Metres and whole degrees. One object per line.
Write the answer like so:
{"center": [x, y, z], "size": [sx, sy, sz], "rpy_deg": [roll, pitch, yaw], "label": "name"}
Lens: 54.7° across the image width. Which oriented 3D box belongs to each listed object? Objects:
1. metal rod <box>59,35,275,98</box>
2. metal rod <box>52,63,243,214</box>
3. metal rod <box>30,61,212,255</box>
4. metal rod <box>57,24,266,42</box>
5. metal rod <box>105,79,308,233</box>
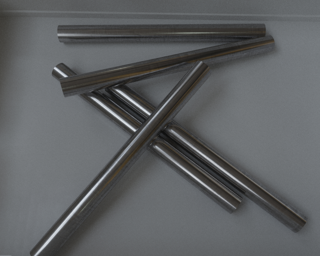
{"center": [0.019, -0.088, 0.425], "size": [0.302, 0.025, 0.025], "rpy_deg": [-15, 71, -12], "label": "metal rod"}
{"center": [-0.025, 0.007, 0.406], "size": [0.300, 0.025, 0.025], "rpy_deg": [37, 74, 12], "label": "metal rod"}
{"center": [-0.041, 0.035, 0.374], "size": [0.025, 0.025, 0.300], "rpy_deg": [39, 82, 12], "label": "metal rod"}
{"center": [0.003, -0.141, 0.460], "size": [0.302, 0.025, 0.025], "rpy_deg": [-1, 70, -1], "label": "metal rod"}
{"center": [0.050, 0.027, 0.400], "size": [0.300, 0.025, 0.025], "rpy_deg": [37, 74, 12], "label": "metal rod"}
